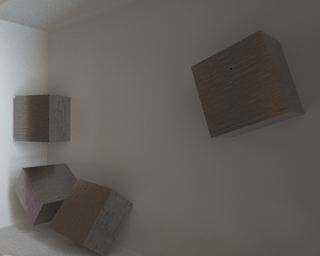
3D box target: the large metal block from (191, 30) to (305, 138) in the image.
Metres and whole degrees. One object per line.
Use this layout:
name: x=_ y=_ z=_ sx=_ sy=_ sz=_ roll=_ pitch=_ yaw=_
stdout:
large metal block: x=0.088 y=-0.040 z=0.318 sx=0.080 sy=0.050 sz=0.080 roll=-23 pitch=76 yaw=37

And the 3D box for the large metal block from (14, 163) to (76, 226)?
large metal block: x=-0.185 y=0.109 z=0.524 sx=0.080 sy=0.081 sz=0.050 roll=45 pitch=117 yaw=30

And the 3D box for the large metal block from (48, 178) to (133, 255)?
large metal block: x=-0.100 y=0.127 z=0.449 sx=0.080 sy=0.050 sz=0.080 roll=6 pitch=58 yaw=40

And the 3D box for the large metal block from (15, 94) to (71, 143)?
large metal block: x=-0.208 y=-0.017 z=0.551 sx=0.080 sy=0.050 sz=0.080 roll=1 pitch=91 yaw=26
